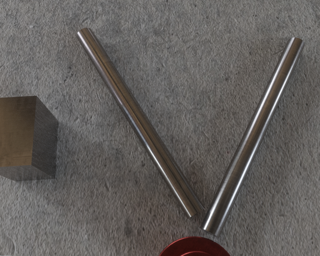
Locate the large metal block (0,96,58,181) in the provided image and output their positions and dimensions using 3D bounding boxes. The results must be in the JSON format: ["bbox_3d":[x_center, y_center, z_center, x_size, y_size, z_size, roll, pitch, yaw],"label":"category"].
[{"bbox_3d":[-0.161,0.016,0.371,0.050,0.080,0.080,-4,70,-2],"label":"large metal block"}]

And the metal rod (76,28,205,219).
[{"bbox_3d":[-0.034,-0.018,0.414,0.025,0.025,0.299,-30,73,-10],"label":"metal rod"}]

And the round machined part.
[{"bbox_3d":[0.039,0.170,0.338,0.099,0.042,0.098,0,70,0],"label":"round machined part"}]

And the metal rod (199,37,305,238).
[{"bbox_3d":[0.129,-0.001,0.409,0.025,0.025,0.300,27,72,9],"label":"metal rod"}]
